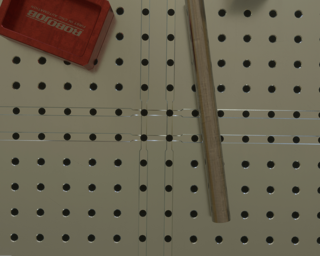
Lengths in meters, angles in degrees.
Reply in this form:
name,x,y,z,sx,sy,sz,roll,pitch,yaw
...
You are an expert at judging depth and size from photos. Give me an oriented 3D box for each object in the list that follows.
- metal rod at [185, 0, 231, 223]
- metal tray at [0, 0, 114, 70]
name,x,y,z,sx,sy,sz,roll,pitch,yaw
metal rod,0.064,-0.025,0.413,0.025,0.025,0.298,-7,90,0
metal tray,-0.138,-0.142,0.409,0.131,0.030,0.090,21,90,0
